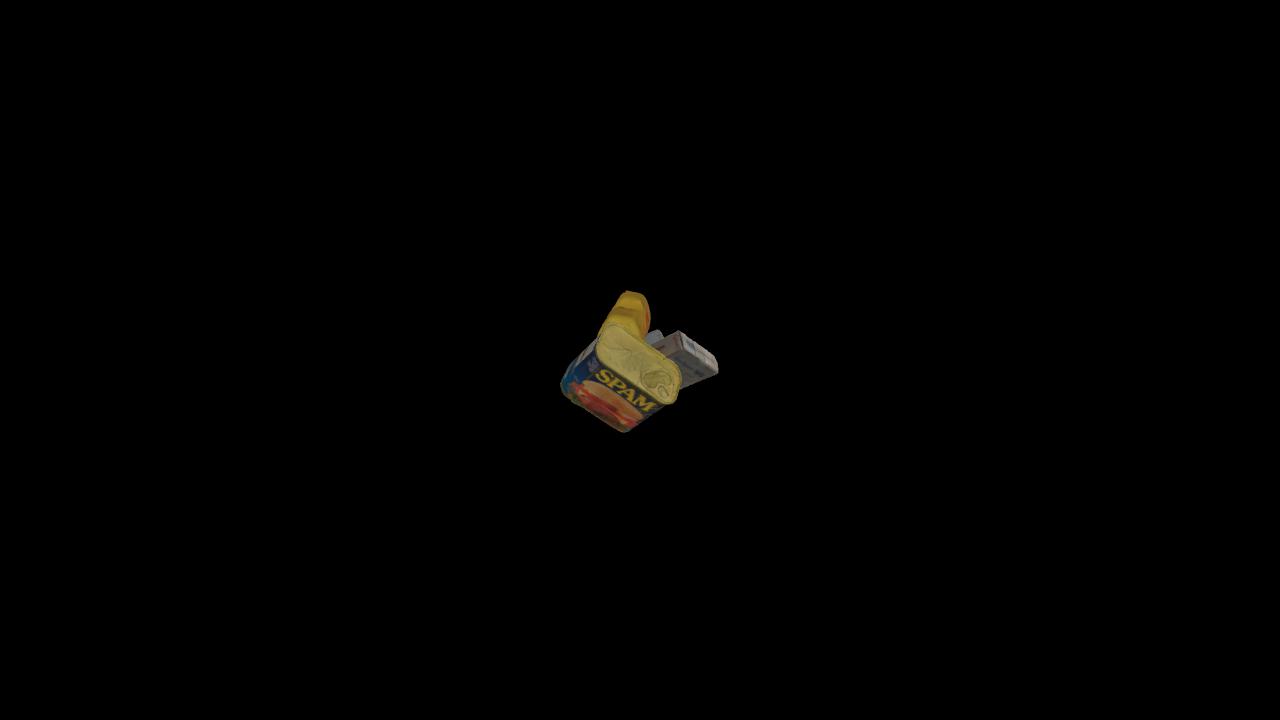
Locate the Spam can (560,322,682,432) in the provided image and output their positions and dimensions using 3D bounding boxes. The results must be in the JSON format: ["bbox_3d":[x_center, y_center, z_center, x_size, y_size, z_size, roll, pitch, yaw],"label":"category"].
[{"bbox_3d":[-0.022,0.022,0.648,0.101,0.058,0.085,36,-43,-14],"label":"Spam can"}]

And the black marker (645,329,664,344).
[{"bbox_3d":[-0.027,-0.009,0.739,0.121,0.020,0.020,-20,-9,27],"label":"black marker"}]

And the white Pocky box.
[{"bbox_3d":[0.003,0.021,0.701,0.154,0.028,0.084,-25,-32,25],"label":"white Pocky box"}]

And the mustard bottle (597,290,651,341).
[{"bbox_3d":[-0.016,-0.036,0.746,0.054,0.092,0.184,3,20,4],"label":"mustard bottle"}]
